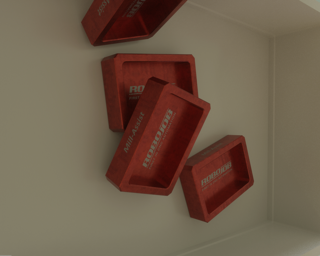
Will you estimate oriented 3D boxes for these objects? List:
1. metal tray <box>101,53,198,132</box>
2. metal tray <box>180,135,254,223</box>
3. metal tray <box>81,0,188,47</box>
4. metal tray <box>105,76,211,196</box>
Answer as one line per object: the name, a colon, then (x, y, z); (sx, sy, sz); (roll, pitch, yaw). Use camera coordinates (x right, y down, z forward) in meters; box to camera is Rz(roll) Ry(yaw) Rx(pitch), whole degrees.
metal tray: (-0.007, -0.048, 0.399); (0.131, 0.030, 0.089); (-11, 97, -40)
metal tray: (0.091, 0.074, 0.482); (0.131, 0.030, 0.089); (-25, 106, -37)
metal tray: (-0.016, -0.136, 0.324); (0.091, 0.129, 0.030); (-21, 85, -38)
metal tray: (0.001, 0.015, 0.371); (0.090, 0.030, 0.129); (19, 97, -47)
